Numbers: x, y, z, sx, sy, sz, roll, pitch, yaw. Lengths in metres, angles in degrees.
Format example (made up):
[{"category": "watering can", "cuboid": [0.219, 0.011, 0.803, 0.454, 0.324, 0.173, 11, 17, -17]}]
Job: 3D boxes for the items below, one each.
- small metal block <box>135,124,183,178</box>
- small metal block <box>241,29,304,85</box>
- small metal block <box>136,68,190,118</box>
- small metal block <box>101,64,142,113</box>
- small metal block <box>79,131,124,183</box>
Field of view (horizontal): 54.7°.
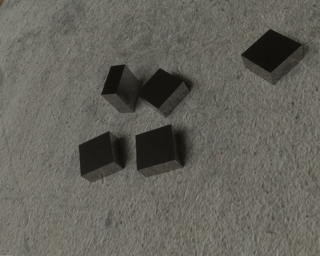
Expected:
[{"category": "small metal block", "cuboid": [-0.002, 0.029, 0.387, 0.050, 0.025, 0.050, -18, 55, 18]}, {"category": "small metal block", "cuboid": [0.139, -0.089, 0.385, 0.050, 0.025, 0.050, -42, 51, -1]}, {"category": "small metal block", "cuboid": [0.004, -0.049, 0.432, 0.050, 0.025, 0.050, -48, 51, -6]}, {"category": "small metal block", "cuboid": [-0.055, -0.056, 0.451, 0.025, 0.050, 0.050, -1, 61, 28]}, {"category": "small metal block", "cuboid": [-0.081, 0.039, 0.422, 0.050, 0.025, 0.050, -24, 53, 13]}]
